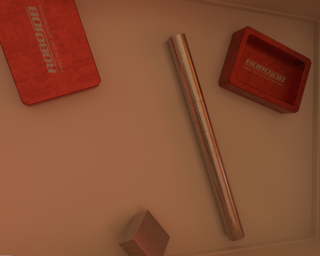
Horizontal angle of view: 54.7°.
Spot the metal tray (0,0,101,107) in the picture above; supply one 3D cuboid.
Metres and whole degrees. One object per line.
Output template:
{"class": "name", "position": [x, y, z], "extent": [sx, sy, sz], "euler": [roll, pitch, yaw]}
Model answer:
{"class": "metal tray", "position": [-0.133, -0.098, 0.359], "extent": [0.091, 0.030, 0.129], "euler": [-20, 97, -19]}

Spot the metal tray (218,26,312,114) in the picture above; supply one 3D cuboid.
{"class": "metal tray", "position": [0.161, -0.084, 0.468], "extent": [0.131, 0.030, 0.090], "euler": [20, 83, -19]}

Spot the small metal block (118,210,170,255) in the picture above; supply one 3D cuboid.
{"class": "small metal block", "position": [-0.018, 0.142, 0.390], "extent": [0.050, 0.025, 0.050], "euler": [53, 31, -12]}

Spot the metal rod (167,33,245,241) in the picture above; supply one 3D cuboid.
{"class": "metal rod", "position": [0.067, 0.017, 0.436], "extent": [0.025, 0.025, 0.298], "euler": [-20, 97, -19]}
